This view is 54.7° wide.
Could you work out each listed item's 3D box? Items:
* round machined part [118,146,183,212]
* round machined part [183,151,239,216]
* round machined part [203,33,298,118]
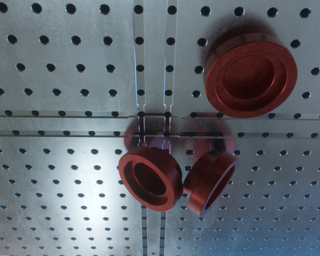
[{"bbox_3d":[-0.008,0.066,0.437,0.098,0.042,0.097,23,132,28],"label":"round machined part"},{"bbox_3d":[0.068,0.073,0.440,0.042,0.099,0.097,33,133,22],"label":"round machined part"},{"bbox_3d":[0.098,-0.061,0.350,0.099,0.042,0.097,-1,130,0],"label":"round machined part"}]
